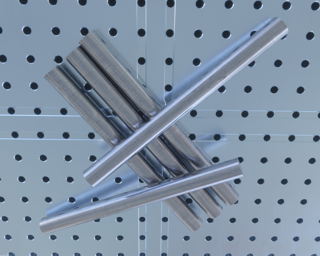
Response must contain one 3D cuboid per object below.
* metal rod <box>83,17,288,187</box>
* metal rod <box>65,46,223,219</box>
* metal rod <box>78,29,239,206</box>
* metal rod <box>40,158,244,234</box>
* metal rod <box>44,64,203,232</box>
[{"bbox_3d":[0.028,-0.029,0.381,0.300,0.025,0.025,-39,106,4],"label":"metal rod"},{"bbox_3d":[-0.012,0.016,0.419,0.025,0.025,0.300,-37,106,12],"label":"metal rod"},{"bbox_3d":[0.008,-0.003,0.412,0.025,0.025,0.300,-39,106,13],"label":"metal rod"},{"bbox_3d":[-0.036,0.098,0.427,0.301,0.025,0.025,-20,109,15],"label":"metal rod"},{"bbox_3d":[-0.040,0.038,0.426,0.025,0.025,0.300,-37,106,12],"label":"metal rod"}]
